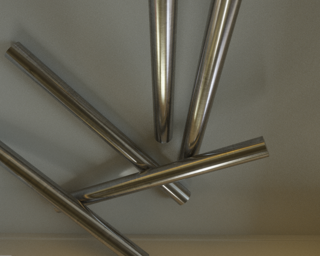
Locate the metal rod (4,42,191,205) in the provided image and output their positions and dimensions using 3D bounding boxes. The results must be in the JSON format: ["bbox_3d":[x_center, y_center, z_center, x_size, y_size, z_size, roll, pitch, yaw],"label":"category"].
[{"bbox_3d":[-0.072,0.003,0.411,0.300,0.025,0.025,43,105,-14],"label":"metal rod"}]

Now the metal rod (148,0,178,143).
[{"bbox_3d":[0.003,-0.079,0.298,0.025,0.025,0.298,-1,143,0],"label":"metal rod"}]

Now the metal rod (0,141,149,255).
[{"bbox_3d":[-0.140,0.089,0.413,0.300,0.025,0.025,38,106,-2],"label":"metal rod"}]

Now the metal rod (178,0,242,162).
[{"bbox_3d":[0.047,-0.040,0.328,0.025,0.025,0.298,5,137,-2],"label":"metal rod"}]

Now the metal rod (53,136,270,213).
[{"bbox_3d":[-0.013,0.066,0.403,0.300,0.025,0.025,-19,110,19],"label":"metal rod"}]
